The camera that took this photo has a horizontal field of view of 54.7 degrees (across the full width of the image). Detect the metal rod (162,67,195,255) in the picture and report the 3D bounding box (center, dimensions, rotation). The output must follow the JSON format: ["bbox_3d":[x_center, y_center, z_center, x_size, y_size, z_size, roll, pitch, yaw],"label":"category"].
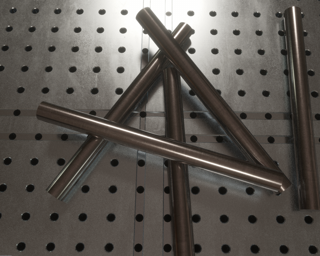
[{"bbox_3d":[0.023,0.060,0.389,0.025,0.025,0.299,-3,70,-1],"label":"metal rod"}]

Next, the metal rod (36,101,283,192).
[{"bbox_3d":[-0.005,0.020,0.376,0.301,0.025,0.025,16,71,5],"label":"metal rod"}]

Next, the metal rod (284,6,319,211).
[{"bbox_3d":[0.194,-0.040,0.428,0.025,0.025,0.299,4,70,1],"label":"metal rod"}]

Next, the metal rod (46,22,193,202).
[{"bbox_3d":[-0.045,-0.033,0.423,0.025,0.025,0.300,33,73,11],"label":"metal rod"}]

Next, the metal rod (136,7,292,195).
[{"bbox_3d":[0.065,-0.042,0.411,0.025,0.025,0.299,-35,80,-12],"label":"metal rod"}]
